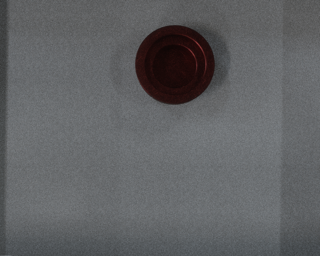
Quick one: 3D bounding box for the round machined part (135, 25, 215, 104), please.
[{"bbox_3d":[0.018,-0.079,0.403,0.099,0.042,0.097,0,90,-1],"label":"round machined part"}]
